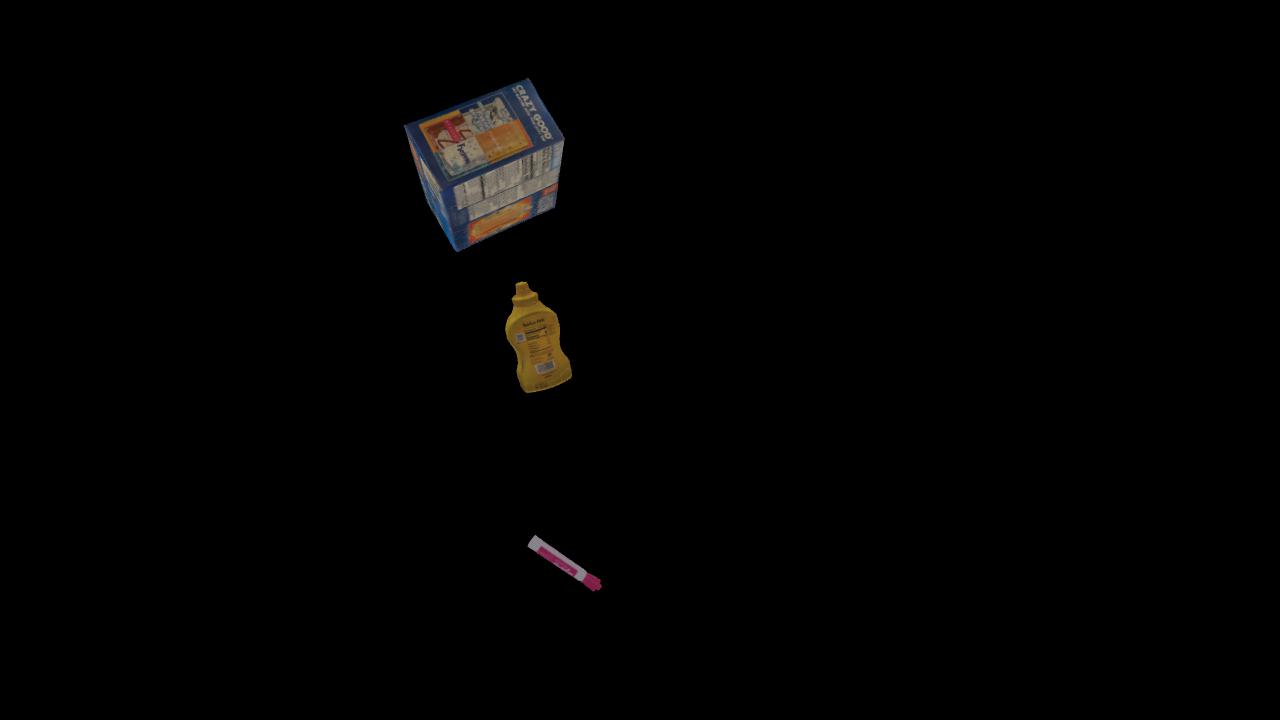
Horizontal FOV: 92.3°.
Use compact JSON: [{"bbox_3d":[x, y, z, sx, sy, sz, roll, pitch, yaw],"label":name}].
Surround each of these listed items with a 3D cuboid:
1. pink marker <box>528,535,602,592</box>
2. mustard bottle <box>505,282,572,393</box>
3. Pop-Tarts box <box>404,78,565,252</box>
[{"bbox_3d":[-0.106,0.292,0.877,0.121,0.020,0.020,36,-2,-3],"label":"pink marker"},{"bbox_3d":[-0.175,-0.042,1.022,0.092,0.184,0.054,-17,24,-12],"label":"mustard bottle"},{"bbox_3d":[-0.170,-0.213,0.694,0.141,0.083,0.167,-29,-4,-15],"label":"Pop-Tarts box"}]
